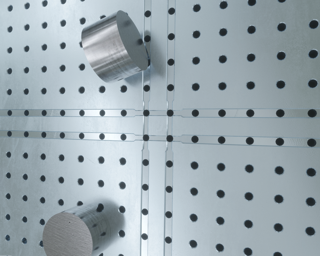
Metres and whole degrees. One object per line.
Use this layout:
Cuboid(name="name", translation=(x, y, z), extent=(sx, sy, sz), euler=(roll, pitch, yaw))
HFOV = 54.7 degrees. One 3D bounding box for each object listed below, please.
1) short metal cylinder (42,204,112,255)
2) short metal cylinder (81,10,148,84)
Cuboid(name="short metal cylinder", translation=(-0.117, 0.153, 0.441), extent=(0.080, 0.050, 0.079), euler=(0, 90, 20))
Cuboid(name="short metal cylinder", translation=(-0.057, -0.104, 0.403), extent=(0.050, 0.080, 0.080), euler=(-19, 84, 19))
